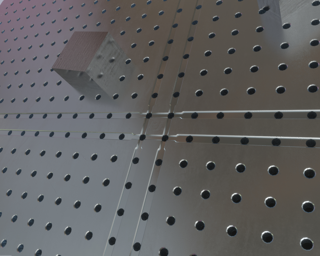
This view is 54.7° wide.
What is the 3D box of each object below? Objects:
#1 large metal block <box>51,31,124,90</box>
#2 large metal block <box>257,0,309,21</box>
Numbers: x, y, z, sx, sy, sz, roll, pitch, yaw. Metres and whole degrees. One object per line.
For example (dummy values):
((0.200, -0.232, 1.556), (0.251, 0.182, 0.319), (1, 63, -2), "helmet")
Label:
((-0.121, -0.115, 0.524), (0.080, 0.050, 0.080), (12, 68, 32), "large metal block")
((0.172, -0.206, 0.409), (0.080, 0.080, 0.050), (-37, 51, 3), "large metal block")
